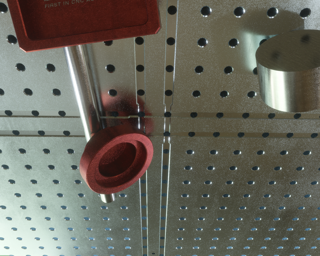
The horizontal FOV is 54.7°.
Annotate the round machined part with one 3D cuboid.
[{"bbox_3d":[-0.061,0.037,0.411,0.099,0.042,0.097,-24,135,-27],"label":"round machined part"}]

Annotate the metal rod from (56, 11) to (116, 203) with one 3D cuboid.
[{"bbox_3d":[-0.089,-0.001,0.409,0.025,0.025,0.298,-2,130,1],"label":"metal rod"}]

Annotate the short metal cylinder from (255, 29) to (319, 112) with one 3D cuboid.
[{"bbox_3d":[0.145,-0.061,0.326,0.080,0.080,0.050,-13,129,11],"label":"short metal cylinder"}]

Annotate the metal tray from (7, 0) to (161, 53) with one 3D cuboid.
[{"bbox_3d":[-0.069,-0.123,0.281,0.131,0.030,0.089,-7,107,5],"label":"metal tray"}]
